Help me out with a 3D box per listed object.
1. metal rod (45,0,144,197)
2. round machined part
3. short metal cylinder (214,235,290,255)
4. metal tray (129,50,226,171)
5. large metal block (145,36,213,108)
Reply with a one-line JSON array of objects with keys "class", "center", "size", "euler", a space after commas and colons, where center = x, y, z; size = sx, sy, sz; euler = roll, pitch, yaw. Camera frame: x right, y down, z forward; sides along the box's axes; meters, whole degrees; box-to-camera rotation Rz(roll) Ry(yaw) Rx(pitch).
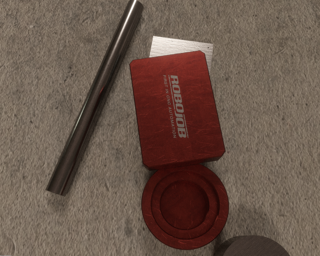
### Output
[{"class": "metal rod", "center": [-0.082, -0.054, 0.426], "size": [0.025, 0.025, 0.299], "euler": [17, 71, 5]}, {"class": "round machined part", "center": [0.028, 0.091, 0.366], "size": [0.099, 0.042, 0.098], "euler": [0, 70, -1]}, {"class": "short metal cylinder", "center": [0.100, 0.160, 0.338], "size": [0.081, 0.050, 0.080], "euler": [0, 70, 0]}, {"class": "metal tray", "center": [0.018, -0.021, 0.363], "size": [0.091, 0.030, 0.129], "euler": [-8, 74, -1]}, {"class": "large metal block", "center": [0.025, -0.072, 0.421], "size": [0.080, 0.050, 0.080], "euler": [8, 70, 2]}]
